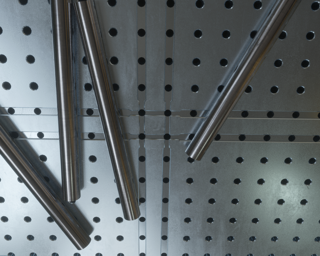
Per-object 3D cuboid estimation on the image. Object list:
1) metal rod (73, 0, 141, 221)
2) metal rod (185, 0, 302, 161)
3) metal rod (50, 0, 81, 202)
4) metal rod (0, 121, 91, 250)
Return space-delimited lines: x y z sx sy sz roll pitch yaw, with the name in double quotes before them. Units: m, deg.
"metal rod" -0.065 -0.008 0.409 0.025 0.025 0.298 -9 110 3
"metal rod" 0.115 -0.086 0.383 0.025 0.025 0.298 26 108 -10
"metal rod" -0.120 -0.040 0.396 0.025 0.025 0.298 3 110 -2
"metal rod" -0.189 0.056 0.431 0.025 0.025 0.299 -28 108 9
